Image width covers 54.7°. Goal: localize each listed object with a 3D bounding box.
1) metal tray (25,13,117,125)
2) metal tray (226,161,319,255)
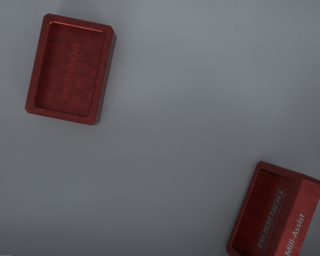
[{"bbox_3d":[-0.115,-0.075,0.407,0.091,0.030,0.129,11,90,-1],"label":"metal tray"},{"bbox_3d":[0.134,0.112,0.377,0.030,0.090,0.129,22,88,-15],"label":"metal tray"}]
